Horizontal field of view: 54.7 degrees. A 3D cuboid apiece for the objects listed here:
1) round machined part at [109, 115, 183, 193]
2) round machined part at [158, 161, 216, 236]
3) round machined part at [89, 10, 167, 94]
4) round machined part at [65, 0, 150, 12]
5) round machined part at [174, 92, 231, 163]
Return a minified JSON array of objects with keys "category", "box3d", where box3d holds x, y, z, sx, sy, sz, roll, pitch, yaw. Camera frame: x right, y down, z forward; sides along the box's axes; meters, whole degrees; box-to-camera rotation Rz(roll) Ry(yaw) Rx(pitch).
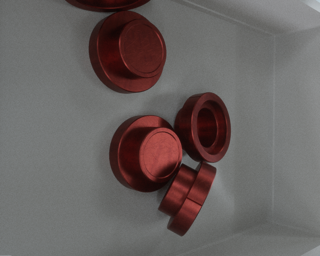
[{"category":"round machined part","box3d":[-0.010,0.032,0.389,0.099,0.042,0.097,0,90,-40]},{"category":"round machined part","box3d":[0.031,0.085,0.401,0.042,0.098,0.098,28,67,5]},{"category":"round machined part","box3d":[-0.031,-0.091,0.371,0.099,0.042,0.097,0,90,-40]},{"category":"round machined part","box3d":[-0.053,-0.159,0.316,0.099,0.098,0.042,-4,88,-40]},{"category":"round machined part","box3d":[0.058,0.000,0.440,0.099,0.042,0.097,6,82,-47]}]
